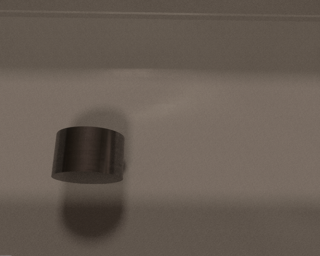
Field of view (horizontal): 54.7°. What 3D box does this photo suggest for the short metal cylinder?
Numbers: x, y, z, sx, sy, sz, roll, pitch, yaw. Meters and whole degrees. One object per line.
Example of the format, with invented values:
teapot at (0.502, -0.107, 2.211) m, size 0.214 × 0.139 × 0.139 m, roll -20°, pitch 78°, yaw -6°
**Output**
short metal cylinder at (-0.083, 0.035, 0.367) m, size 0.081 × 0.080 × 0.050 m, roll 0°, pitch 70°, yaw 0°
